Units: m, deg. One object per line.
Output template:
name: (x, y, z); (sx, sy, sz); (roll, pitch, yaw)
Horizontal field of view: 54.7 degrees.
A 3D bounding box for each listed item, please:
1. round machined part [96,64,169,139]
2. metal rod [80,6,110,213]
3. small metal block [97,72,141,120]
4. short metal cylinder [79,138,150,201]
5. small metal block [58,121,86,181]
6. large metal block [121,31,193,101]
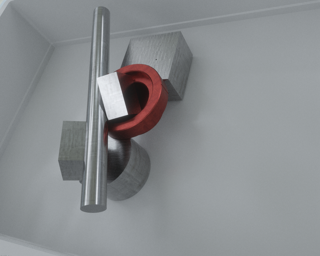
round machined part: (-0.034, -0.029, 0.390); (0.098, 0.042, 0.098); (-13, 56, 20)
metal rod: (-0.076, -0.047, 0.381); (0.025, 0.025, 0.299); (-17, 55, 18)
small metal block: (-0.047, -0.038, 0.373); (0.025, 0.050, 0.050); (-15, 90, 16)
short metal cylinder: (-0.059, 0.045, 0.390); (0.080, 0.050, 0.080); (-13, 56, 20)
small metal block: (-0.098, 0.027, 0.354); (0.025, 0.050, 0.050); (2, 56, -10)
large metal block: (-0.006, -0.085, 0.440); (0.080, 0.050, 0.080); (0, 62, 28)
